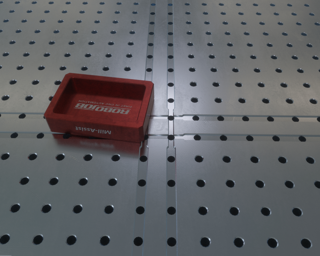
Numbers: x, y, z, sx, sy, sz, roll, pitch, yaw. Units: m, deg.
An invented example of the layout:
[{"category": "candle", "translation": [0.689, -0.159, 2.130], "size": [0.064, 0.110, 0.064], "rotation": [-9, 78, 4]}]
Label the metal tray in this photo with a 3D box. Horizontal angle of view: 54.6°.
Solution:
[{"category": "metal tray", "translation": [-0.079, -0.031, 0.429], "size": [0.131, 0.030, 0.090], "rotation": [7, 50, 5]}]
